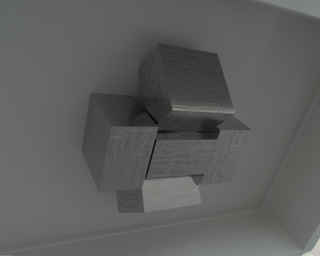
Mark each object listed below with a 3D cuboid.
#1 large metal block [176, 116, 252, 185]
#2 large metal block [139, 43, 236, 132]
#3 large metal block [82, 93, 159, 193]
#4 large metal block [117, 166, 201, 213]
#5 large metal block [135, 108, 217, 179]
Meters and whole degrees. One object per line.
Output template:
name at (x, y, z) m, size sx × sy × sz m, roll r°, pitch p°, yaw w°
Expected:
large metal block at (0.066, 0.018, 0.419) m, size 0.050 × 0.080 × 0.079 m, roll 1°, pitch 118°, yaw -29°
large metal block at (0.029, -0.043, 0.353) m, size 0.081 × 0.080 × 0.050 m, roll 1°, pitch 155°, yaw -29°
large metal block at (-0.050, 0.014, 0.353) m, size 0.050 × 0.080 × 0.079 m, roll 1°, pitch 118°, yaw -29°
large metal block at (-0.005, 0.081, 0.410) m, size 0.081 × 0.080 × 0.050 m, roll 0°, pitch 77°, yaw -30°
large metal block at (0.009, 0.016, 0.386) m, size 0.081 × 0.080 × 0.050 m, roll 1°, pitch 118°, yaw -29°
